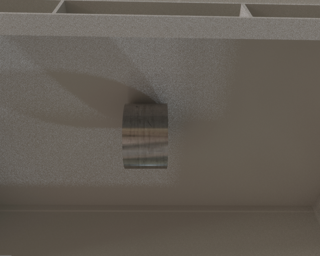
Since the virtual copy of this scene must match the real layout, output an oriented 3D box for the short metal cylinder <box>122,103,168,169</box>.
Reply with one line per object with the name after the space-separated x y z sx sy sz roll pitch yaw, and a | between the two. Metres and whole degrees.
-0.017 0.010 0.378 0.050 0.080 0.079 0 130 -1 | short metal cylinder
